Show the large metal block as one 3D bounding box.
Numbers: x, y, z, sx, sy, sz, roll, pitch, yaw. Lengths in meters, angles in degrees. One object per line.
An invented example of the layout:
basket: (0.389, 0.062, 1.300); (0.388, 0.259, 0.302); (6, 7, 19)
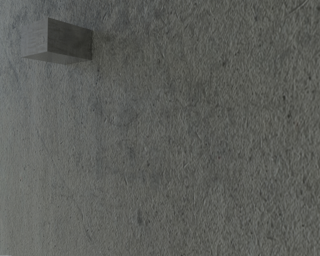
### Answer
large metal block: (-0.169, -0.139, 0.509); (0.080, 0.081, 0.050); (3, 92, 40)
